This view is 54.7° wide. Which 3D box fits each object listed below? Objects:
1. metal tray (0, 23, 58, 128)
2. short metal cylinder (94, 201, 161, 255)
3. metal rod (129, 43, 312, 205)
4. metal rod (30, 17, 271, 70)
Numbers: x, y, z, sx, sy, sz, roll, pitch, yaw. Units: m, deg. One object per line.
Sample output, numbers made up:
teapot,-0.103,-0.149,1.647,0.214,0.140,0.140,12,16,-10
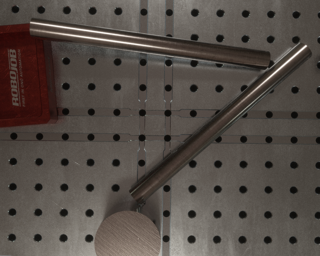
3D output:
metal tray,-0.190,-0.067,0.408,0.091,0.030,0.129,-5,90,-1
short metal cylinder,-0.039,0.140,0.401,0.081,0.050,0.079,0,90,-1
metal rod,0.080,-0.006,0.414,0.300,0.025,0.025,-41,91,-1
metal rod,-0.007,-0.107,0.397,0.302,0.025,0.025,6,90,-7
